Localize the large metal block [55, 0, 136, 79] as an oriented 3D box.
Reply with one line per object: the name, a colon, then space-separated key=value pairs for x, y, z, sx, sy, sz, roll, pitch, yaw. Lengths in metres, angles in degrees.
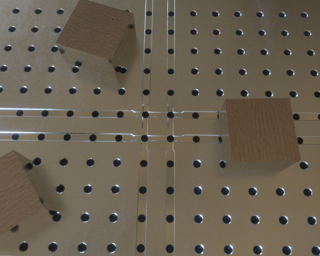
large metal block: x=-0.088 y=-0.128 z=0.445 sx=0.080 sy=0.050 sz=0.080 roll=18 pitch=71 yaw=6

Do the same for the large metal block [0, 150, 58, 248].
large metal block: x=-0.183 y=0.086 z=0.366 sx=0.080 sy=0.050 sz=0.080 roll=-32 pitch=73 yaw=-11

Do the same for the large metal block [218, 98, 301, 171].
large metal block: x=0.123 y=0.009 z=0.396 sx=0.080 sy=0.050 sz=0.080 roll=-1 pitch=70 yaw=-1
